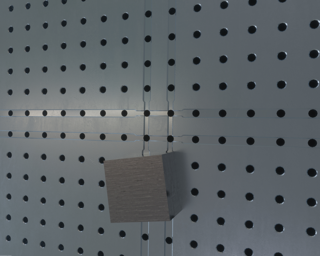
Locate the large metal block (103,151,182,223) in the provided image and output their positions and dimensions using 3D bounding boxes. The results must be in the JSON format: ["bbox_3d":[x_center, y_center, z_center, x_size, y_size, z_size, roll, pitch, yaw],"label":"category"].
[{"bbox_3d":[-0.022,0.076,0.407,0.080,0.050,0.080,-8,87,20],"label":"large metal block"}]
